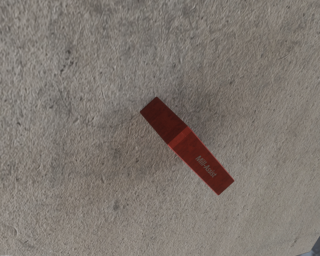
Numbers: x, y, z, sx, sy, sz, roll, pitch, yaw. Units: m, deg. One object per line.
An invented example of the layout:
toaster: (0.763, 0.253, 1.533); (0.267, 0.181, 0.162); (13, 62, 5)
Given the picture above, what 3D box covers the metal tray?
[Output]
metal tray: (0.036, 0.025, 0.403); (0.030, 0.090, 0.130); (-43, 130, 1)
